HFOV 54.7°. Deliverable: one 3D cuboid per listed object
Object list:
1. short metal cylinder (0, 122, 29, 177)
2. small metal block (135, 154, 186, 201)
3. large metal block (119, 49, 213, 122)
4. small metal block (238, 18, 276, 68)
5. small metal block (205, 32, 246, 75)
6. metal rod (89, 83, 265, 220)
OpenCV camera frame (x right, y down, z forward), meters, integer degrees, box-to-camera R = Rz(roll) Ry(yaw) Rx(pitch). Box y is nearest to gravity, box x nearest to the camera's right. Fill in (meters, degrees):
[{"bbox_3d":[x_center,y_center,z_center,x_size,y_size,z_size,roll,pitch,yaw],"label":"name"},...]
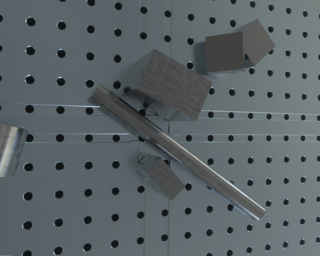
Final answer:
[{"bbox_3d":[-0.183,0.015,0.316,0.081,0.080,0.050,17,85,-20],"label":"short metal cylinder"},{"bbox_3d":[-0.001,0.062,0.400,0.025,0.050,0.050,-43,104,-15],"label":"small metal block"},{"bbox_3d":[0.004,-0.048,0.386,0.080,0.080,0.050,26,81,-19],"label":"large metal block"},{"bbox_3d":[0.136,-0.126,0.465,0.050,0.025,0.050,-43,104,-15],"label":"small metal block"},{"bbox_3d":[0.092,-0.103,0.434,0.050,0.025,0.050,-2,91,20],"label":"small metal block"},{"bbox_3d":[0.035,0.042,0.426,0.301,0.025,0.025,37,78,-17],"label":"metal rod"}]
